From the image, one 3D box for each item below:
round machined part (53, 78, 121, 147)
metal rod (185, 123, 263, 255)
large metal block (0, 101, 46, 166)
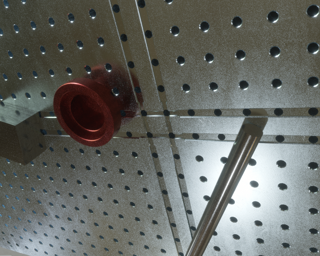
[{"bbox_3d":[-0.096,-0.025,0.435,0.098,0.042,0.097,13,124,21],"label":"round machined part"},{"bbox_3d":[0.078,0.119,0.443,0.025,0.025,0.298,24,127,14],"label":"metal rod"},{"bbox_3d":[-0.252,0.008,0.533,0.080,0.050,0.079,15,125,19],"label":"large metal block"}]
